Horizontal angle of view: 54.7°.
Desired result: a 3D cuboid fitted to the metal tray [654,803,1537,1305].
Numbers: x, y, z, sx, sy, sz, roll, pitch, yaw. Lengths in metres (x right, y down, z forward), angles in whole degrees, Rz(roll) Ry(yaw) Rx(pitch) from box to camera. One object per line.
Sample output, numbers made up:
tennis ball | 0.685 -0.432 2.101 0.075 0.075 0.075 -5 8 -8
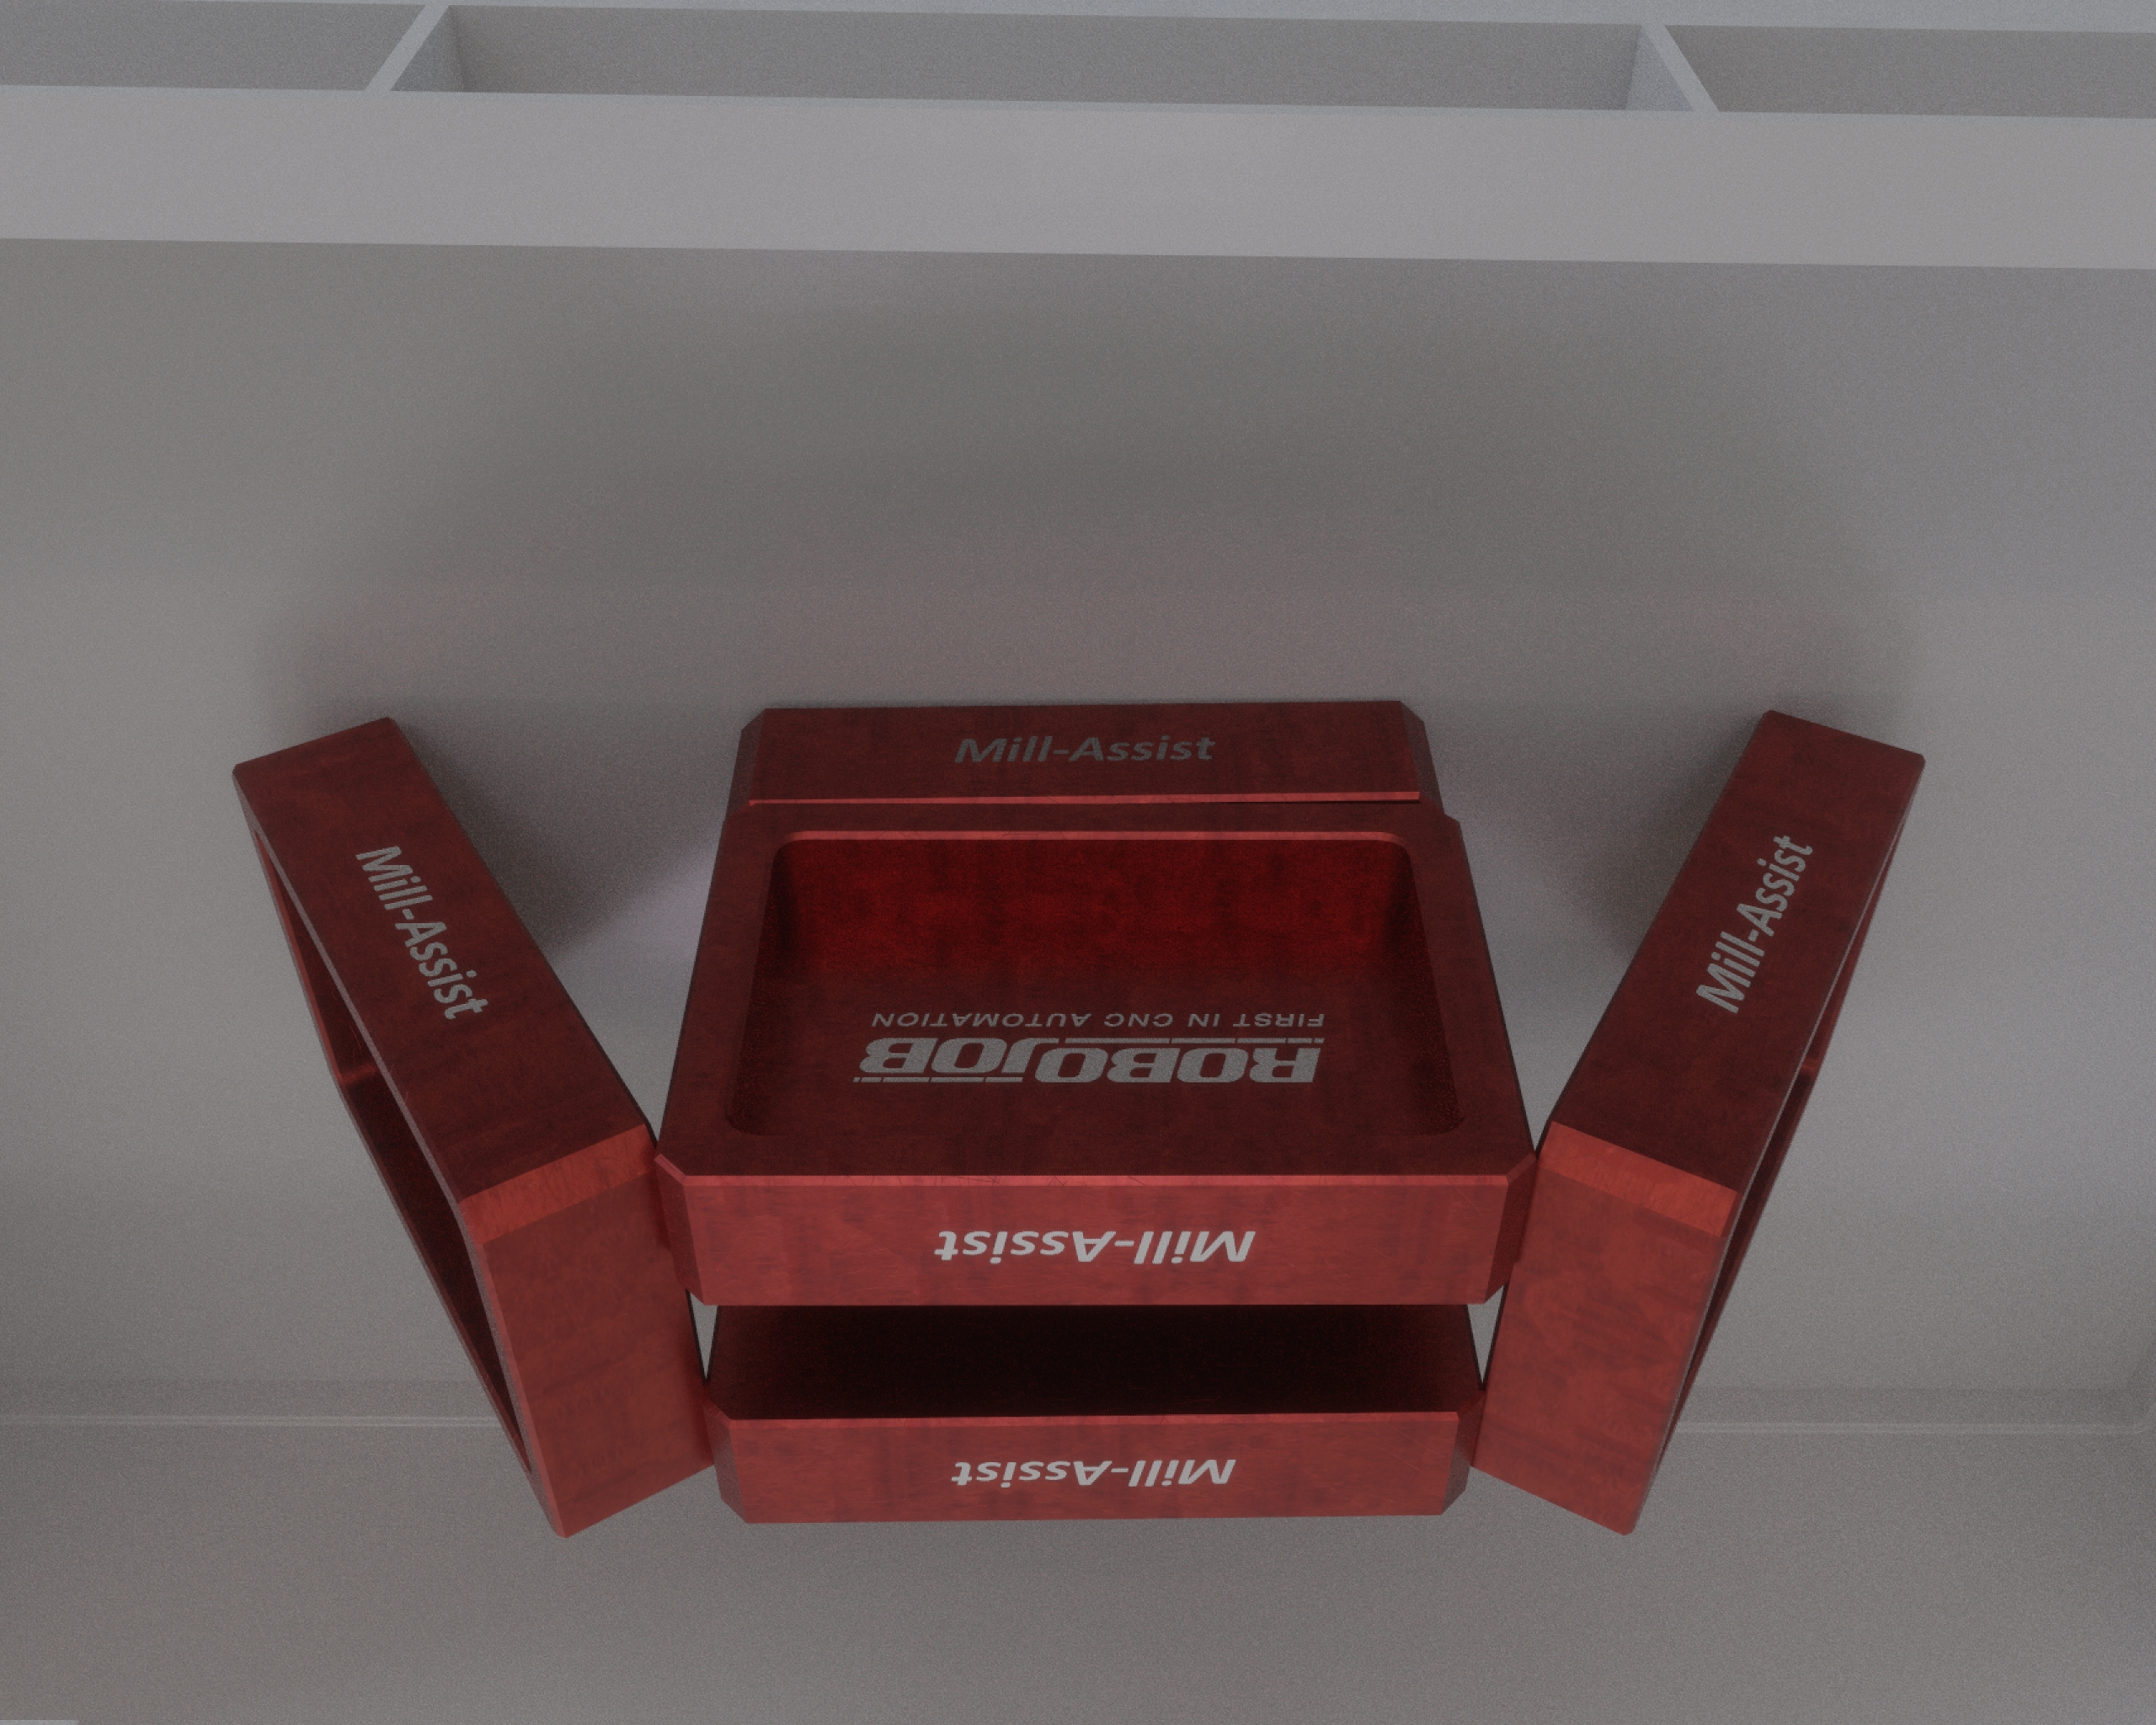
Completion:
metal tray | 0.003 0.029 0.349 0.131 0.090 0.030 0 130 -1

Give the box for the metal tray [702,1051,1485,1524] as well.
metal tray | 0.002 0.075 0.388 0.131 0.090 0.030 0 130 -1

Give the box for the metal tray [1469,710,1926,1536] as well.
metal tray | 0.113 0.043 0.378 0.030 0.131 0.089 20 134 22

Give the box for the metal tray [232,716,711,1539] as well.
metal tray | -0.110 0.044 0.377 0.030 0.130 0.089 -22 136 -24

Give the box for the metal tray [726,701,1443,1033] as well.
metal tray | 0.002 0.013 0.415 0.131 0.030 0.089 -1 130 -1
